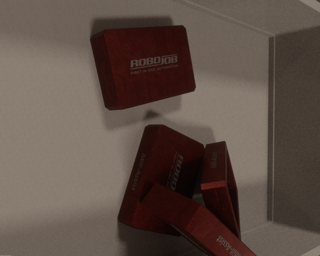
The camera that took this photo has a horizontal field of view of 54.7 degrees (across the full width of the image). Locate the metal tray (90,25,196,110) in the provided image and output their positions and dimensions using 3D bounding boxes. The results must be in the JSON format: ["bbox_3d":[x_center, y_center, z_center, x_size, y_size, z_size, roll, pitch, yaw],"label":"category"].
[{"bbox_3d":[-0.015,-0.079,0.392,0.131,0.030,0.089,-19,102,-39],"label":"metal tray"}]

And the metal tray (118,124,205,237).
[{"bbox_3d":[0.006,0.070,0.411,0.090,0.030,0.130,26,74,-37],"label":"metal tray"}]

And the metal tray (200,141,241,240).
[{"bbox_3d":[0.086,0.084,0.430,0.130,0.030,0.089,-61,136,-67],"label":"metal tray"}]

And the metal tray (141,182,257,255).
[{"bbox_3d":[0.048,0.121,0.364,0.130,0.090,0.030,47,71,-31],"label":"metal tray"}]
